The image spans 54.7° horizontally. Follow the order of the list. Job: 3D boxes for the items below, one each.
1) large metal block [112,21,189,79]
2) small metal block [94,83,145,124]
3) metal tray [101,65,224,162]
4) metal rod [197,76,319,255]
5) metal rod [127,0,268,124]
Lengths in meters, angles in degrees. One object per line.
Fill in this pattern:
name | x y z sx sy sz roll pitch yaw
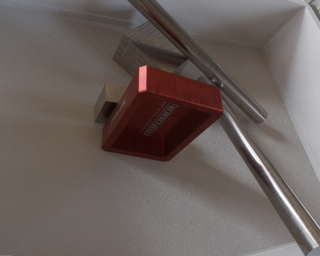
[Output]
large metal block | -0.007 -0.106 0.452 0.080 0.050 0.080 43 51 1
small metal block | -0.049 -0.026 0.380 0.050 0.050 0.025 8 58 -25
metal tray | -0.003 -0.007 0.342 0.091 0.129 0.030 13 57 -22
metal rod | 0.101 0.016 0.374 0.025 0.025 0.300 11 32 -23
metal rod | 0.055 -0.101 0.437 0.301 0.025 0.025 38 49 -25
